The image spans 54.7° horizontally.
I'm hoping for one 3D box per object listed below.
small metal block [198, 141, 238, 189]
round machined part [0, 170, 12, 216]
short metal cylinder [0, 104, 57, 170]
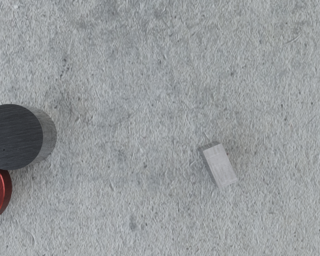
[{"bbox_3d":[0.073,0.046,0.398,0.025,0.050,0.050,-23,90,0],"label":"small metal block"},{"bbox_3d":[-0.240,0.077,0.400,0.099,0.042,0.097,0,90,0],"label":"round machined part"},{"bbox_3d":[-0.180,0.011,0.396,0.081,0.050,0.080,0,90,0],"label":"short metal cylinder"}]
